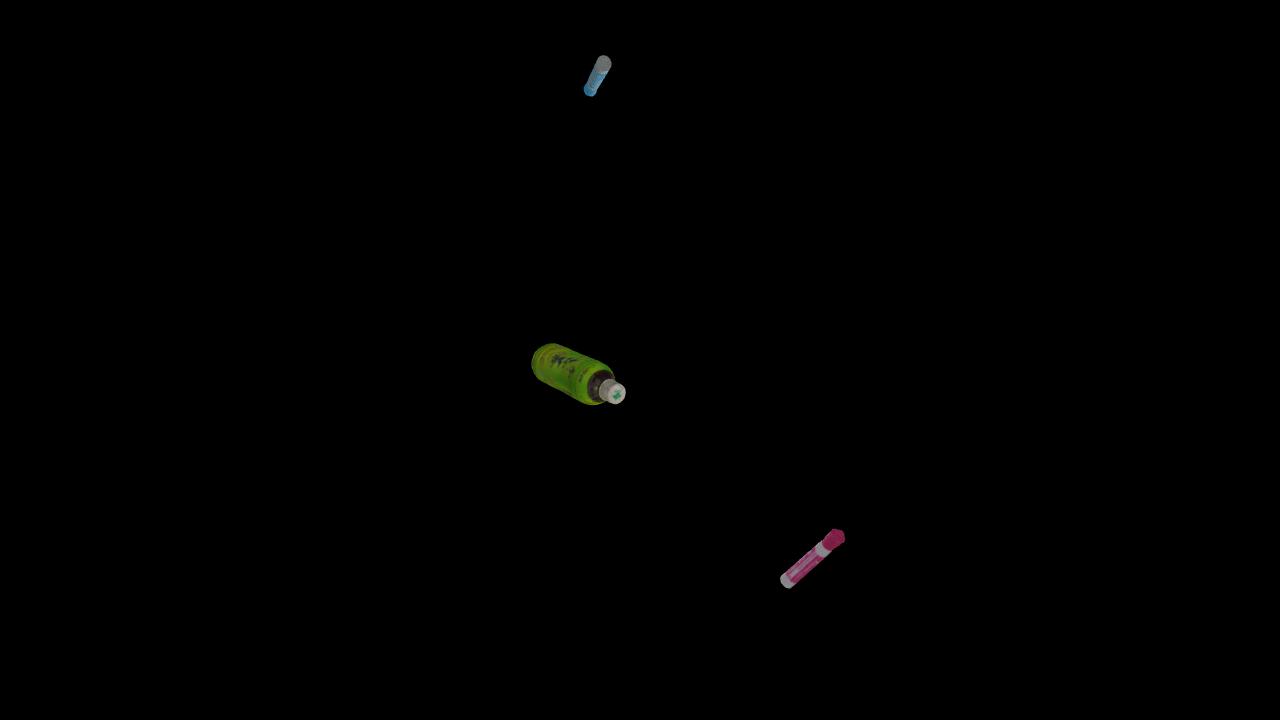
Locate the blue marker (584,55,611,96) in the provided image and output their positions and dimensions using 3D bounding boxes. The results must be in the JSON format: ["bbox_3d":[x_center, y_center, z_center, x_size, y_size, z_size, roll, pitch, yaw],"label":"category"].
[{"bbox_3d":[-0.058,-0.376,0.820,0.020,0.020,0.121,0,8,-13],"label":"blue marker"}]

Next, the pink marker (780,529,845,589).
[{"bbox_3d":[0.212,0.244,0.757,0.020,0.020,0.121,0,-44,-33],"label":"pink marker"}]

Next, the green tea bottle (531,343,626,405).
[{"bbox_3d":[-0.093,0.025,0.957,0.073,0.073,0.212,0,11,-38],"label":"green tea bottle"}]
